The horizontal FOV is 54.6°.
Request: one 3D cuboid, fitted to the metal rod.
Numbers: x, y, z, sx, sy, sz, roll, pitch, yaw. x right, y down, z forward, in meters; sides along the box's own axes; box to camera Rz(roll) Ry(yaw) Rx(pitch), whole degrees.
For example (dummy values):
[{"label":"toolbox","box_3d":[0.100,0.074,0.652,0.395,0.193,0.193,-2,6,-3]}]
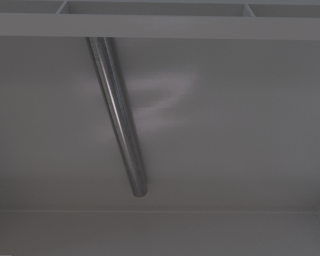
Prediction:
[{"label":"metal rod","box_3d":[-0.051,-0.012,0.397,0.025,0.025,0.299,-6,130,5]}]
